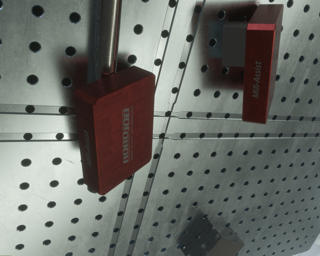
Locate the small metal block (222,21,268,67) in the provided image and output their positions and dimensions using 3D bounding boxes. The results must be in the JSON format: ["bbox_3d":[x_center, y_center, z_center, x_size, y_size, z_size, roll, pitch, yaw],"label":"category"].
[{"bbox_3d":[0.106,-0.105,0.388,0.025,0.050,0.050,-55,147,-48],"label":"small metal block"}]

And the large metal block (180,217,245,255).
[{"bbox_3d":[0.101,0.227,0.594,0.080,0.050,0.080,31,101,-38],"label":"large metal block"}]

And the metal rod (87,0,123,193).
[{"bbox_3d":[-0.063,-0.051,0.346,0.025,0.025,0.298,-5,121,-26],"label":"metal rod"}]

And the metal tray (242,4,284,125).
[{"bbox_3d":[0.132,-0.081,0.398,0.090,0.030,0.129,-55,146,-47],"label":"metal tray"}]

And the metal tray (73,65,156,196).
[{"bbox_3d":[-0.048,0.004,0.356,0.091,0.030,0.129,-33,139,-41],"label":"metal tray"}]
